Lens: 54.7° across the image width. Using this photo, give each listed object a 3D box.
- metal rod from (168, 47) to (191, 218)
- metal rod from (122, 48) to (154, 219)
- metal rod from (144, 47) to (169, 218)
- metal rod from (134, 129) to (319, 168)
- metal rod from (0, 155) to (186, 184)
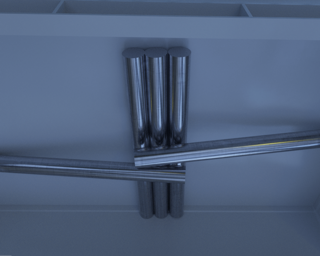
[{"bbox_3d":[0.025,0.030,0.434,0.025,0.025,0.298,-1,130,0],"label":"metal rod"},{"bbox_3d":[-0.026,0.031,0.434,0.025,0.025,0.298,-1,130,0],"label":"metal rod"},{"bbox_3d":[-0.001,0.031,0.434,0.025,0.025,0.298,-1,130,0],"label":"metal rod"},{"bbox_3d":[0.117,0.024,0.407,0.302,0.025,0.025,-6,130,-4],"label":"metal rod"},{"bbox_3d":[-0.116,0.056,0.432,0.302,0.025,0.025,3,130,5],"label":"metal rod"}]
